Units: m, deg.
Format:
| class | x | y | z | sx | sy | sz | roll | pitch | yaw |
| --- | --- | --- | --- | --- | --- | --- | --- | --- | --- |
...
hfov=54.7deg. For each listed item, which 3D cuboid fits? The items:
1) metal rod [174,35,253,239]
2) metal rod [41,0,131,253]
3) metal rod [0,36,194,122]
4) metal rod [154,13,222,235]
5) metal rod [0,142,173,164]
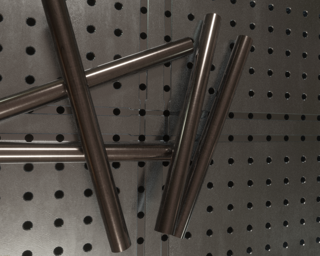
| class | x | y | z | sx | sy | sz | roll | pitch | yaw |
| --- | --- | --- | --- | --- | --- | --- | --- | --- | --- |
| metal rod | 0.074 | 0.007 | 0.441 | 0.025 | 0.025 | 0.299 | 23 | 82 | -19 |
| metal rod | -0.083 | -0.002 | 0.354 | 0.025 | 0.025 | 0.298 | -16 | 96 | -20 |
| metal rod | -0.091 | -0.058 | 0.379 | 0.302 | 0.025 | 0.025 | -23 | 98 | -19 |
| metal rod | 0.040 | -0.015 | 0.408 | 0.025 | 0.025 | 0.299 | 19 | 76 | -20 |
| metal rod | -0.112 | 0.029 | 0.371 | 0.303 | 0.025 | 0.025 | 1 | 90 | -21 |
